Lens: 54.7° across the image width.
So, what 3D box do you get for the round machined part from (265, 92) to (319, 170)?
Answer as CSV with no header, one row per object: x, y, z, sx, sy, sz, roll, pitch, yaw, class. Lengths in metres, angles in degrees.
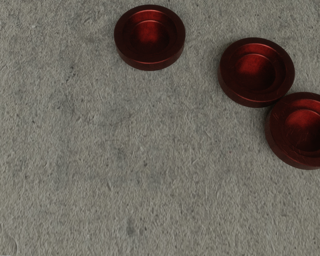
0.184,0.006,0.398,0.099,0.042,0.098,0,70,0,round machined part

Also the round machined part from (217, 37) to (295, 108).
0.128,-0.072,0.426,0.099,0.042,0.098,0,70,0,round machined part

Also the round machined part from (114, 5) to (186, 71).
-0.014,-0.124,0.444,0.099,0.042,0.098,0,70,0,round machined part
